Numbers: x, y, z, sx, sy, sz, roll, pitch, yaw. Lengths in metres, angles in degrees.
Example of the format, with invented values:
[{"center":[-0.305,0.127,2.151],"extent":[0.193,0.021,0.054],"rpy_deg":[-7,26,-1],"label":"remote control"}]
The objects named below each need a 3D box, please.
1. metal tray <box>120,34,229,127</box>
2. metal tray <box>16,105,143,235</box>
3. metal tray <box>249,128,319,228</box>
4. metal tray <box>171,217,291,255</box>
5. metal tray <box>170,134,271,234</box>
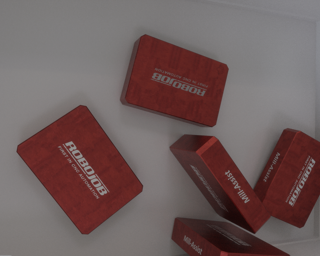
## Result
[{"center":[0.021,-0.059,0.415],"extent":[0.131,0.030,0.090],"rpy_deg":[15,85,-20],"label":"metal tray"},{"center":[-0.093,0.049,0.374],"extent":[0.090,0.030,0.130],"rpy_deg":[-37,102,-16],"label":"metal tray"},{"center":[0.204,0.077,0.472],"extent":[0.090,0.030,0.130],"rpy_deg":[26,90,-18],"label":"metal tray"},{"center":[0.080,0.147,0.384],"extent":[0.091,0.130,0.030],"rpy_deg":[11,87,-20],"label":"metal tray"},{"center":[0.075,0.069,0.403],"extent":[0.030,0.090,0.130],"rpy_deg":[-40,103,-15],"label":"metal tray"}]
